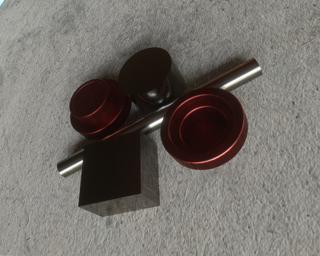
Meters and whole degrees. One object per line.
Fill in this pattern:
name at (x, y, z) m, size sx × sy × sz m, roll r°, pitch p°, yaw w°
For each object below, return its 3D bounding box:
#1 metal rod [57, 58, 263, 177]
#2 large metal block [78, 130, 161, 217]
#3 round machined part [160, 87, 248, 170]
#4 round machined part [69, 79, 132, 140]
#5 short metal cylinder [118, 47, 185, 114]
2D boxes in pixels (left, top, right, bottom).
metal rod at (-0.008, -0.009, 0.416) m, size 0.300 × 0.025 × 0.025 m, roll -28°, pitch 52°, yaw 10°
large metal block at (-0.048, 0.057, 0.380) m, size 0.080 × 0.050 × 0.080 m, roll -16°, pitch 55°, yaw 19°
round machined part at (0.054, 0.004, 0.363) m, size 0.098 × 0.042 × 0.098 m, roll -13°, pitch 56°, yaw 21°
round machined part at (-0.096, -0.035, 0.466) m, size 0.098 × 0.042 × 0.098 m, roll -13°, pitch 56°, yaw 21°
short metal cylinder at (-0.011, -0.066, 0.435) m, size 0.080 × 0.050 × 0.080 m, roll -13°, pitch 56°, yaw 21°
